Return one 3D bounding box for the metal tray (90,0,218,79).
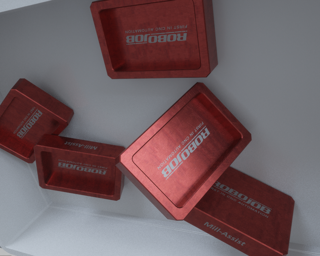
[{"bbox_3d":[-0.007,-0.102,0.344,0.130,0.030,0.089,3,120,26],"label":"metal tray"}]

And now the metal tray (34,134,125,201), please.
[{"bbox_3d":[-0.121,0.062,0.480,0.131,0.030,0.089,9,125,1],"label":"metal tray"}]

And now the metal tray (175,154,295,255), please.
[{"bbox_3d":[0.090,0.094,0.375,0.130,0.090,0.030,26,130,11],"label":"metal tray"}]

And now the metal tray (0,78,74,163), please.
[{"bbox_3d":[-0.207,-0.006,0.480,0.090,0.030,0.130,36,125,-22],"label":"metal tray"}]

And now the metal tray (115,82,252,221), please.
[{"bbox_3d":[0.028,0.023,0.338,0.090,0.130,0.030,47,158,-2],"label":"metal tray"}]
